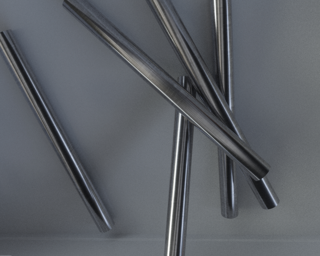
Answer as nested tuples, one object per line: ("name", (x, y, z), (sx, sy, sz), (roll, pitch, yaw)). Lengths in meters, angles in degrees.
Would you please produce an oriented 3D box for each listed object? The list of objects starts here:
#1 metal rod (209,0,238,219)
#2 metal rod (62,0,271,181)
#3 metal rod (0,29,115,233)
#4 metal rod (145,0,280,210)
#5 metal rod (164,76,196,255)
("metal rod", (0.086, -0.012, 0.407), (0.025, 0.025, 0.298), (-6, 110, 2))
("metal rod", (0.009, -0.047, 0.360), (0.300, 0.025, 0.025), (42, 105, -1))
("metal rod", (-0.134, 0.018, 0.416), (0.025, 0.025, 0.299), (-20, 109, 7))
("metal rod", (0.069, -0.027, 0.377), (0.025, 0.025, 0.299), (-29, 102, 10))
("metal rod", (0.023, 0.086, 0.375), (0.025, 0.025, 0.298), (5, 84, -2))
